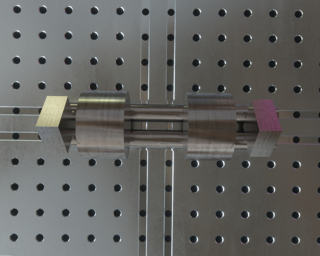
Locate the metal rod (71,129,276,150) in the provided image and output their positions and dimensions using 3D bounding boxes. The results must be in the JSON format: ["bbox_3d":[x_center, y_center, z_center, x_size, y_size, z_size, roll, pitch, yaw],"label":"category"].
[{"bbox_3d":[0.001,0.015,0.413,0.302,0.025,0.025,1,90,0],"label":"metal rod"}]

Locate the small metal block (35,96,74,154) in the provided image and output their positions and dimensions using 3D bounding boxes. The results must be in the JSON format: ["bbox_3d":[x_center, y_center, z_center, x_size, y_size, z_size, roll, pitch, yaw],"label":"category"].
[{"bbox_3d":[-0.125,-0.004,0.377,0.025,0.050,0.050,1,48,0],"label":"small metal block"}]

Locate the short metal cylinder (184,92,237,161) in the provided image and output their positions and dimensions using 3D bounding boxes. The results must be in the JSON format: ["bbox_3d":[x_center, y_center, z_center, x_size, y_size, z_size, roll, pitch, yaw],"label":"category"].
[{"bbox_3d":[0.055,-0.002,0.364,0.050,0.080,0.079,1,90,0],"label":"short metal cylinder"}]

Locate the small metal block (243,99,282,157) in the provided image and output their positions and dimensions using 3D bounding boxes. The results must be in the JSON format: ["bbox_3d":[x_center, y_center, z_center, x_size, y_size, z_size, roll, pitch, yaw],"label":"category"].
[{"bbox_3d":[0.123,0.000,0.379,0.025,0.050,0.050,1,49,0],"label":"small metal block"}]

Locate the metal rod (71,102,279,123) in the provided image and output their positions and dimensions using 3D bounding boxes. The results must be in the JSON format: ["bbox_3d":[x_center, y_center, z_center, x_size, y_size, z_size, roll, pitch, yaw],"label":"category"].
[{"bbox_3d":[0.004,-0.020,0.413,0.302,0.025,0.025,1,90,0],"label":"metal rod"}]

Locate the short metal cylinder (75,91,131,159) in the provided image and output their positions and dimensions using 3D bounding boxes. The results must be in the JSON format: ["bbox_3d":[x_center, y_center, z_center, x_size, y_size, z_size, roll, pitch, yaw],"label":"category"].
[{"bbox_3d":[-0.063,-0.004,0.363,0.050,0.080,0.079,1,90,0],"label":"short metal cylinder"}]
